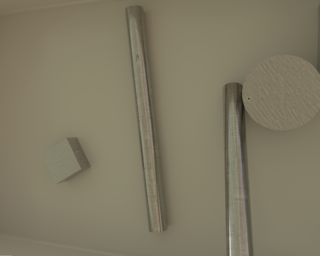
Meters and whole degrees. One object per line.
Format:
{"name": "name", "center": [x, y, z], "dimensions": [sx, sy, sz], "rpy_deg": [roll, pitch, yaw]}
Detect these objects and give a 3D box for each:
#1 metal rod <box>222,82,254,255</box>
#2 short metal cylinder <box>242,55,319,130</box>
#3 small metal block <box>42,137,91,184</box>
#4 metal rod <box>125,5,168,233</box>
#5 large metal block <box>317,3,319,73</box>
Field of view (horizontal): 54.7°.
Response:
{"name": "metal rod", "center": [0.078, 0.083, 0.310], "dimensions": [0.025, 0.025, 0.299], "rpy_deg": [-6, 60, 19]}
{"name": "short metal cylinder", "center": [0.136, -0.037, 0.349], "dimensions": [0.080, 0.050, 0.079], "rpy_deg": [0, 90, 19]}
{"name": "small metal block", "center": [-0.139, 0.048, 0.458], "dimensions": [0.050, 0.025, 0.050], "rpy_deg": [-31, 80, 17]}
{"name": "metal rod", "center": [-0.019, -0.014, 0.416], "dimensions": [0.025, 0.025, 0.298], "rpy_deg": [-7, 88, 19]}
{"name": "large metal block", "center": [0.193, -0.101, 0.313], "dimensions": [0.050, 0.080, 0.079], "rpy_deg": [1, 91, 20]}
